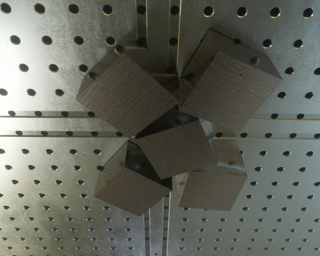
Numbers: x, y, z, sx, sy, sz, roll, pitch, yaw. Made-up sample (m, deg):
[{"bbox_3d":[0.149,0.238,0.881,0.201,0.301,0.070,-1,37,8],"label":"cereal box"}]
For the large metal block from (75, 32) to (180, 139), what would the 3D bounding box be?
[{"bbox_3d":[-0.035,-0.046,0.355,0.080,0.050,0.080,-36,121,27],"label":"large metal block"}]

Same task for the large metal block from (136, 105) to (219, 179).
[{"bbox_3d":[0.023,0.014,0.406,0.080,0.050,0.080,-18,128,14],"label":"large metal block"}]

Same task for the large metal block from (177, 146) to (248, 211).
[{"bbox_3d":[0.073,0.076,0.460,0.080,0.050,0.079,6,130,-6],"label":"large metal block"}]

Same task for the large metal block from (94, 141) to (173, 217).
[{"bbox_3d":[-0.039,0.077,0.458,0.080,0.050,0.080,31,123,-23],"label":"large metal block"}]

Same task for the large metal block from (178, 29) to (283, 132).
[{"bbox_3d":[0.074,-0.051,0.351,0.080,0.050,0.080,18,128,-19],"label":"large metal block"}]
